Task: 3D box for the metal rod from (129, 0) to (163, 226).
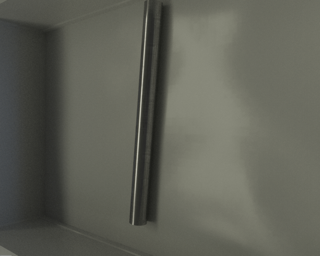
[{"bbox_3d":[-0.019,-0.018,0.420,0.025,0.025,0.298,7,94,39],"label":"metal rod"}]
